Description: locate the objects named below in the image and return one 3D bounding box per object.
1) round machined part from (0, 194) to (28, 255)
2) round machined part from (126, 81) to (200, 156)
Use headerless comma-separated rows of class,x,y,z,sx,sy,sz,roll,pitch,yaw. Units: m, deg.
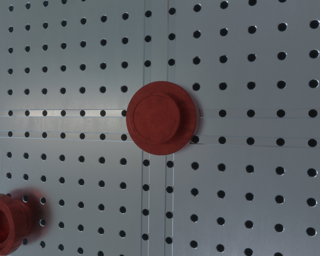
round machined part,-0.253,0.153,0.494,0.098,0.042,0.097,0,90,20
round machined part,-0.001,-0.013,0.404,0.098,0.042,0.097,0,90,20
